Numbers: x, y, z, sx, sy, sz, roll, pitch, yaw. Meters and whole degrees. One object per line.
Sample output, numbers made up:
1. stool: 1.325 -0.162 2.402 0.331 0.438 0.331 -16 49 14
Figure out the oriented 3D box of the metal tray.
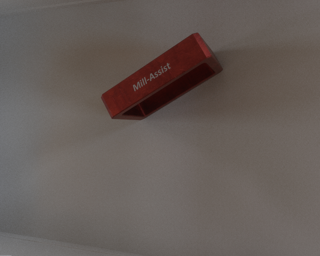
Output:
1. metal tray: 0.006 -0.055 0.373 0.130 0.090 0.030 -31 80 17
